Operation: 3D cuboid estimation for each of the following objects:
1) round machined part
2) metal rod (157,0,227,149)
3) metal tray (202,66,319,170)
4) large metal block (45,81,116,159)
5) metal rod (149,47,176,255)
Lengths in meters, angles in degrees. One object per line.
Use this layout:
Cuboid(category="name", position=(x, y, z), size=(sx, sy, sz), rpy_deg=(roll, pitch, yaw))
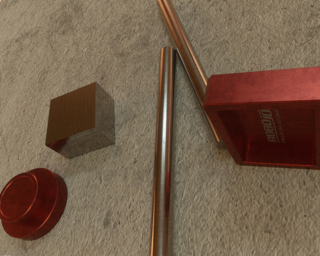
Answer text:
Cuboid(category="round machined part", position=(-0.180, 0.100, 0.424), size=(0.098, 0.042, 0.098), rpy_deg=(-13, 56, 20))
Cuboid(category="metal rod", position=(0.041, -0.099, 0.441), size=(0.025, 0.025, 0.299), rpy_deg=(-26, 53, 12))
Cuboid(category="metal tray", position=(0.103, -0.001, 0.283), size=(0.090, 0.130, 0.030), rpy_deg=(0, 62, 28))
Cuboid(category="large metal block", position=(-0.114, -0.010, 0.452), size=(0.080, 0.050, 0.080), rpy_deg=(-19, 55, 17))
Cuboid(category="metal rod", position=(0.006, 0.015, 0.389), size=(0.025, 0.025, 0.299), rpy_deg=(-11, 57, 22))
